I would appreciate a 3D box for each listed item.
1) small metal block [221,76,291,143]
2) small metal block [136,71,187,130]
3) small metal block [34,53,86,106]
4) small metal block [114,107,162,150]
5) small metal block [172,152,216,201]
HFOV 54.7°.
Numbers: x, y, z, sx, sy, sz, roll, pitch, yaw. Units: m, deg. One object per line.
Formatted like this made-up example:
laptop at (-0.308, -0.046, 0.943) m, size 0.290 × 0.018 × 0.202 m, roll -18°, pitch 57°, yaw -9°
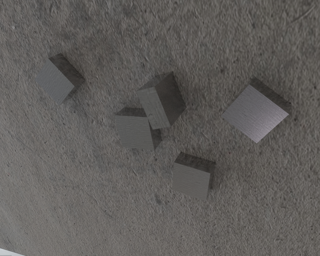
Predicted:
small metal block at (0.105, -0.020, 0.340) m, size 0.050 × 0.025 × 0.050 m, roll 38°, pitch 129°, yaw 2°
small metal block at (0.003, -0.033, 0.368) m, size 0.025 × 0.050 × 0.050 m, roll -10°, pitch 114°, yaw 32°
small metal block at (-0.142, -0.069, 0.439) m, size 0.050 × 0.025 × 0.050 m, roll 48°, pitch 129°, yaw -6°
small metal block at (-0.029, 0.001, 0.422) m, size 0.050 × 0.025 × 0.050 m, roll 4°, pitch 120°, yaw 26°
small metal block at (0.046, 0.066, 0.424) m, size 0.050 × 0.025 × 0.050 m, roll 15°, pitch 125°, yaw 19°
